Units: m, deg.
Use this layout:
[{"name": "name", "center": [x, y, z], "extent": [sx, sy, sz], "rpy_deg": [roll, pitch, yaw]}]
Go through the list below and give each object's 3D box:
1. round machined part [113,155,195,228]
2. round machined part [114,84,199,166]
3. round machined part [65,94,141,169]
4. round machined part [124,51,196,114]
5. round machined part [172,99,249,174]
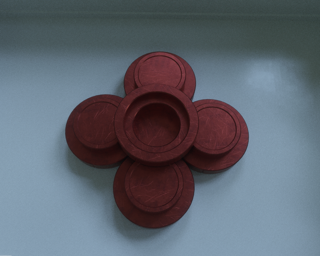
[{"name": "round machined part", "center": [-0.007, 0.069, 0.373], "extent": [0.099, 0.042, 0.098], "rpy_deg": [1, 68, -1]}, {"name": "round machined part", "center": [-0.004, -0.001, 0.376], "extent": [0.099, 0.042, 0.098], "rpy_deg": [0, 70, 0]}, {"name": "round machined part", "center": [-0.073, 0.000, 0.397], "extent": [0.099, 0.042, 0.098], "rpy_deg": [0, 70, 0]}, {"name": "round machined part", "center": [0.000, -0.063, 0.420], "extent": [0.099, 0.042, 0.098], "rpy_deg": [0, 70, 0]}, {"name": "round machined part", "center": [0.065, 0.007, 0.396], "extent": [0.099, 0.042, 0.098], "rpy_deg": [0, 70, 0]}]
